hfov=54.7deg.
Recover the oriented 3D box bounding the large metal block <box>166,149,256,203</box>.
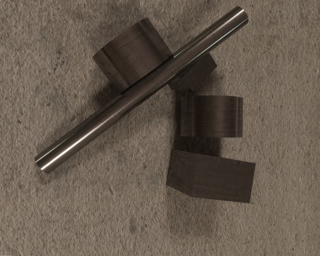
[{"bbox_3d":[0.063,0.061,0.405,0.081,0.080,0.050,11,87,-20],"label":"large metal block"}]

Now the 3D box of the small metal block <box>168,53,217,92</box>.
[{"bbox_3d":[0.038,-0.075,0.408,0.050,0.050,0.025,-47,119,-14],"label":"small metal block"}]

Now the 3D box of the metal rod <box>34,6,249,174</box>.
[{"bbox_3d":[-0.018,-0.048,0.371,0.301,0.025,0.025,-38,103,-4],"label":"metal rod"}]

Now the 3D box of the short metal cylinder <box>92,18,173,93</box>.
[{"bbox_3d":[-0.032,-0.086,0.368,0.080,0.080,0.050,-40,103,-16],"label":"short metal cylinder"}]

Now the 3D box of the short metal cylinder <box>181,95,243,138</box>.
[{"bbox_3d":[0.067,-0.014,0.406,0.081,0.080,0.050,1,90,-20],"label":"short metal cylinder"}]
